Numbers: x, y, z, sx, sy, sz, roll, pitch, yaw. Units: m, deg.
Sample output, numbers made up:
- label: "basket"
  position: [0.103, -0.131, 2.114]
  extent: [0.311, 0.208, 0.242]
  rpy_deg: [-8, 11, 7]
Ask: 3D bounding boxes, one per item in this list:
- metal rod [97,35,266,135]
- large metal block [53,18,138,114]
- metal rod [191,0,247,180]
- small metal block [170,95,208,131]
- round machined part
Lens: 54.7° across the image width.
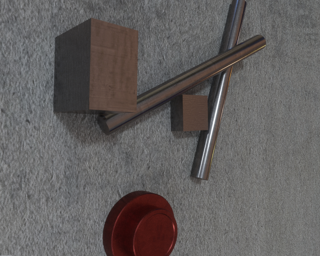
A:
- label: "metal rod"
  position: [0.048, -0.071, 0.426]
  extent: [0.302, 0.025, 0.025]
  rpy_deg: [-31, 110, -29]
- label: "large metal block"
  position: [-0.067, -0.056, 0.314]
  extent: [0.050, 0.080, 0.079]
  rpy_deg: [2, 89, -40]
- label: "metal rod"
  position: [0.095, -0.067, 0.487]
  extent: [0.025, 0.025, 0.299]
  rpy_deg: [24, 75, -38]
- label: "small metal block"
  position: [0.042, -0.021, 0.442]
  extent: [0.050, 0.025, 0.050]
  rpy_deg: [-2, 92, -40]
- label: "round machined part"
  position: [-0.017, 0.130, 0.382]
  extent: [0.099, 0.042, 0.097]
  rpy_deg: [0, 90, -40]
